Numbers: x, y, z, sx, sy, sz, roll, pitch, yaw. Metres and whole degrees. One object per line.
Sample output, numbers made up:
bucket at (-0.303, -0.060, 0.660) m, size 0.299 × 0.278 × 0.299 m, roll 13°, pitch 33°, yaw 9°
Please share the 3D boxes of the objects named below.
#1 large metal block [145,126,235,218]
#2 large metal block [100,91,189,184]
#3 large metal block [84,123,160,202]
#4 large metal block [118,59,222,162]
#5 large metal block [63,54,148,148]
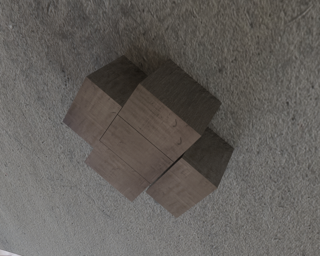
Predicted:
large metal block at (0.038, 0.052, 0.384) m, size 0.050 × 0.080 × 0.080 m, roll 41°, pitch 129°, yaw 0°
large metal block at (-0.012, 0.007, 0.382) m, size 0.080 × 0.080 × 0.050 m, roll 41°, pitch 129°, yaw 0°
large metal block at (-0.038, 0.036, 0.414) m, size 0.080 × 0.080 × 0.050 m, roll 41°, pitch 129°, yaw 0°
large metal block at (0.014, -0.023, 0.351) m, size 0.080 × 0.080 × 0.050 m, roll 41°, pitch 129°, yaw 0°
large metal block at (-0.063, -0.034, 0.384) m, size 0.050 × 0.080 × 0.080 m, roll 41°, pitch 129°, yaw 0°
